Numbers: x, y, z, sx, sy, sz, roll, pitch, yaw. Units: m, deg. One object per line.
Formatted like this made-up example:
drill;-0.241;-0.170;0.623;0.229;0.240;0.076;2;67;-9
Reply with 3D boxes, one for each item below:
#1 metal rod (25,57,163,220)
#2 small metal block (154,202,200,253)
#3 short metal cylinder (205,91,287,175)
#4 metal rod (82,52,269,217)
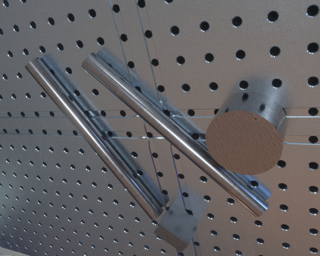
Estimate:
metal rod;-0.095;0.022;0.474;0.025;0.025;0.300;-30;102;38
small metal block;0.026;0.151;0.475;0.050;0.050;0.025;35;129;5
short metal cylinder;0.097;0.006;0.347;0.080;0.050;0.079;13;124;21
metal rod;0.020;0.009;0.406;0.300;0.025;0.025;41;129;0
